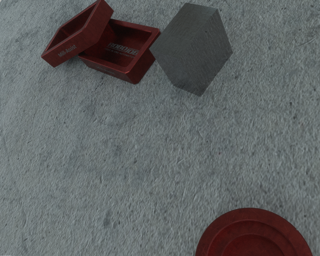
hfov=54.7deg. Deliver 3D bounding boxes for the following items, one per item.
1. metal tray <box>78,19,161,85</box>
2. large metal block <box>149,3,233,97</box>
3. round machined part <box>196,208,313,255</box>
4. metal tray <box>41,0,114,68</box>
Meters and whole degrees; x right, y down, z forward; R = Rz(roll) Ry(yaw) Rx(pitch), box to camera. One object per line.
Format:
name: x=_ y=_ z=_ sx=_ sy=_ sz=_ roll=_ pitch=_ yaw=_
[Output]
metal tray: x=-0.065 y=-0.131 z=0.512 sx=0.130 sy=0.030 sz=0.090 roll=25 pitch=75 yaw=36
large metal block: x=0.044 y=-0.101 z=0.407 sx=0.050 sy=0.080 sz=0.080 roll=29 pitch=77 yaw=37
round machined part: x=0.084 y=0.124 z=0.273 sx=0.098 sy=0.042 sz=0.098 roll=-13 pitch=56 yaw=20
metal tray: x=-0.147 y=-0.167 z=0.549 sx=0.130 sy=0.030 sz=0.090 roll=-15 pitch=46 yaw=38
